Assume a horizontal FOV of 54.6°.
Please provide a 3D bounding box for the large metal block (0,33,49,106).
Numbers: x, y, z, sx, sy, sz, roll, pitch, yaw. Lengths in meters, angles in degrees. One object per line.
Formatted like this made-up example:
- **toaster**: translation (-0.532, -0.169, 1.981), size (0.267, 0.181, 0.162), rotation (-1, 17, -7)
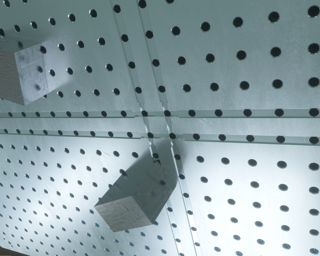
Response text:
- **large metal block**: translation (-0.218, -0.088, 0.457), size (0.080, 0.050, 0.079), rotation (17, 125, 18)

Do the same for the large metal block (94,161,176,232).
- **large metal block**: translation (-0.036, 0.101, 0.458), size (0.080, 0.080, 0.050), rotation (-24, 105, 37)
